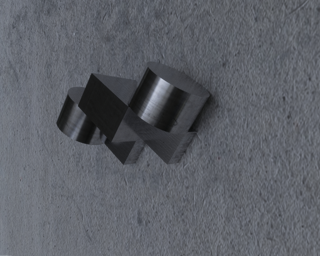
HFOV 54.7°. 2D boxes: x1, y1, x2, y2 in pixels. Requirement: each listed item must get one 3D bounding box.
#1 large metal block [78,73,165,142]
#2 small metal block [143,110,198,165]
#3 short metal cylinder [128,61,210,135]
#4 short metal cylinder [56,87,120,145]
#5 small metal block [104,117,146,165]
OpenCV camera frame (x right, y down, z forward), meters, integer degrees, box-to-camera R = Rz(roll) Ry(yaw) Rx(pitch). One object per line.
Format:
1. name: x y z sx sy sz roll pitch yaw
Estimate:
1. large metal block: -0.046 -0.026 0.410 0.080 0.081 0.050 42 115 31
2. small metal block: 0.012 0.011 0.397 0.050 0.025 0.050 43 116 31
3. short metal cylinder: 0.010 -0.036 0.362 0.080 0.081 0.050 43 116 31
4. short metal cylinder: -0.105 -0.019 0.457 0.080 0.081 0.050 43 116 31
5. small metal block: -0.048 0.017 0.447 0.050 0.025 0.050 43 116 31
